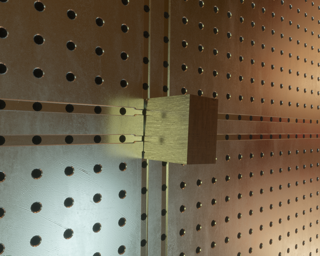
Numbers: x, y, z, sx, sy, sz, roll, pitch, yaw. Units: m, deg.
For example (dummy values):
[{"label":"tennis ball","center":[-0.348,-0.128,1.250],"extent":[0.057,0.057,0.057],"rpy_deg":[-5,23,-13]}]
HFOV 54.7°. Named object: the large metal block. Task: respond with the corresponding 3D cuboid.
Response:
[{"label":"large metal block","center":[0.025,0.002,0.395],"extent":[0.050,0.080,0.080],"rpy_deg":[4,87,-40]}]
